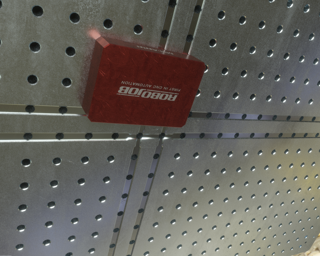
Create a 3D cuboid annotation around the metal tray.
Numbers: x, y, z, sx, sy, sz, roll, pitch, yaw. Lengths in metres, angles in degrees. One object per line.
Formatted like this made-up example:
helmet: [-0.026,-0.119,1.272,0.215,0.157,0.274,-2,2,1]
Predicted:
metal tray: [-0.018,-0.049,0.369,0.131,0.030,0.089,4,117,-31]
